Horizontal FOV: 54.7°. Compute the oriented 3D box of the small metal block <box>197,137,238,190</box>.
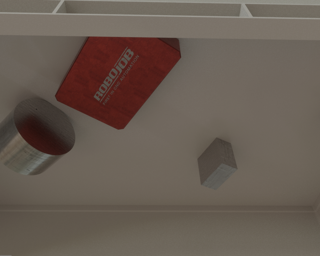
[{"bbox_3d":[0.079,0.051,0.437,0.025,0.050,0.050,22,127,-18],"label":"small metal block"}]

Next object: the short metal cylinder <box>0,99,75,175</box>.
[{"bbox_3d":[-0.153,0.011,0.380,0.050,0.080,0.080,-36,122,26],"label":"short metal cylinder"}]

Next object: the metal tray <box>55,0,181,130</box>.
[{"bbox_3d":[-0.049,-0.064,0.350,0.090,0.030,0.129,27,125,-22],"label":"metal tray"}]
